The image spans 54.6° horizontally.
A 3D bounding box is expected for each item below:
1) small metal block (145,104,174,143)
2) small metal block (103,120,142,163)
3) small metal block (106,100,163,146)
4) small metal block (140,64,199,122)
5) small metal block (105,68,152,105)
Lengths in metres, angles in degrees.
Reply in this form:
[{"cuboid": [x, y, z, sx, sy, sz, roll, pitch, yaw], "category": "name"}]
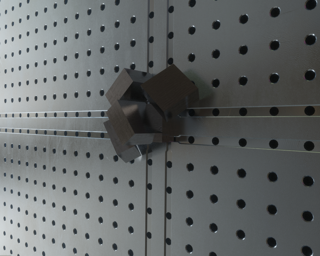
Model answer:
[{"cuboid": [-0.009, -0.007, 0.417, 0.050, 0.025, 0.050, 1, 90, 39], "category": "small metal block"}, {"cuboid": [-0.052, 0.016, 0.433, 0.025, 0.050, 0.050, -26, 69, -2], "category": "small metal block"}, {"cuboid": [-0.032, -0.006, 0.388, 0.025, 0.050, 0.050, -43, 65, 31], "category": "small metal block"}, {"cuboid": [0.013, -0.044, 0.382, 0.050, 0.025, 0.050, -35, 61, -9], "category": "small metal block"}, {"cuboid": [-0.038, -0.052, 0.426, 0.050, 0.050, 0.025, -48, 61, 29], "category": "small metal block"}]
